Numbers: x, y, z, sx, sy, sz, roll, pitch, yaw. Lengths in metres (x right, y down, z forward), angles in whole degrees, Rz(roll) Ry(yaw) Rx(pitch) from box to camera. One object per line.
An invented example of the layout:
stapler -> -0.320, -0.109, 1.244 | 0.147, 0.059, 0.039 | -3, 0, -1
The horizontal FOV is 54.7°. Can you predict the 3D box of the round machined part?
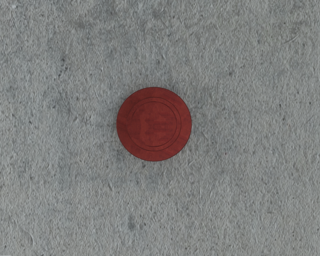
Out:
round machined part -> -0.008, -0.005, 0.402 | 0.099, 0.042, 0.097 | 0, 90, -1
